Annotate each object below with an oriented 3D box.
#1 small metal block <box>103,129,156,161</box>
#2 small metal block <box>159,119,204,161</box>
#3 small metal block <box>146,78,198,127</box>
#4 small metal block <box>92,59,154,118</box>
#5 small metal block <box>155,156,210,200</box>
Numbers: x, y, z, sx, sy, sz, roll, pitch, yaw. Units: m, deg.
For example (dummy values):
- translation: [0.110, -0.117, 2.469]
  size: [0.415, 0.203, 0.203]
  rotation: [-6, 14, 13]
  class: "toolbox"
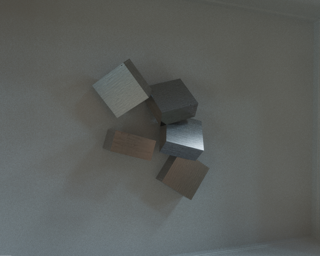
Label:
- translation: [-0.039, 0.021, 0.384]
  size: [0.050, 0.050, 0.025]
  rotation: [16, 85, -20]
  class: "small metal block"
- translation: [0.028, 0.011, 0.406]
  size: [0.050, 0.025, 0.050]
  rotation: [15, 47, -14]
  class: "small metal block"
- translation: [0.014, -0.034, 0.402]
  size: [0.050, 0.025, 0.050]
  rotation: [-16, 53, -20]
  class: "small metal block"
- translation: [-0.045, -0.049, 0.381]
  size: [0.050, 0.025, 0.050]
  rotation: [-31, 104, 22]
  class: "small metal block"
- translation: [0.031, 0.062, 0.423]
  size: [0.050, 0.025, 0.050]
  rotation: [35, 78, -17]
  class: "small metal block"
